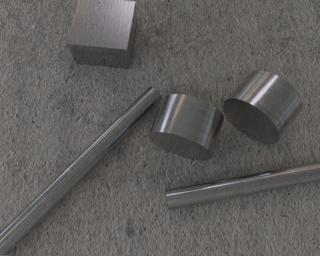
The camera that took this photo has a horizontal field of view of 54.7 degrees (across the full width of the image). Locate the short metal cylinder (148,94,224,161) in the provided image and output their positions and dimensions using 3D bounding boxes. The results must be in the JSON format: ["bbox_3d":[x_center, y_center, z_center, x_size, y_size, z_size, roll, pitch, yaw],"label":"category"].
[{"bbox_3d":[0.032,0.001,0.379,0.080,0.080,0.050,19,71,6],"label":"short metal cylinder"}]

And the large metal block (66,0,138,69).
[{"bbox_3d":[-0.079,-0.136,0.444,0.080,0.050,0.080,6,70,2],"label":"large metal block"}]

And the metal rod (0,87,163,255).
[{"bbox_3d":[-0.107,0.057,0.386,0.025,0.025,0.301,40,75,13],"label":"metal rod"}]

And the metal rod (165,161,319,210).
[{"bbox_3d":[0.157,0.062,0.386,0.302,0.025,0.025,-10,71,-4],"label":"metal rod"}]

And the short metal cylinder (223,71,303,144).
[{"bbox_3d":[0.127,-0.025,0.389,0.080,0.080,0.050,39,75,13],"label":"short metal cylinder"}]
